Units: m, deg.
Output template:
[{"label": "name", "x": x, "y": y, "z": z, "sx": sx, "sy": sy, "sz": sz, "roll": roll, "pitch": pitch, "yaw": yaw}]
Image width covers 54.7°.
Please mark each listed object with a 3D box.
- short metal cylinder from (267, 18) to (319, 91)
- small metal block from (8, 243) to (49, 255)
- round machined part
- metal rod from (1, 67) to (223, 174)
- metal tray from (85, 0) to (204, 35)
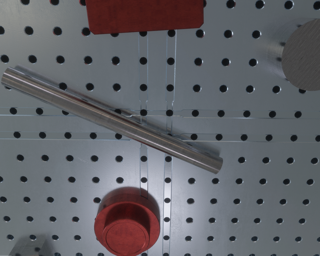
[{"label": "short metal cylinder", "x": 0.176, "y": -0.089, "z": 0.369, "sx": 0.081, "sy": 0.050, "sz": 0.079, "roll": 0, "pitch": 110, "yaw": 0}, {"label": "small metal block", "x": -0.205, "y": 0.214, "z": 0.490, "sx": 0.050, "sy": 0.025, "sz": 0.050, "roll": -9, "pitch": 110, "yaw": 3}, {"label": "round machined part", "x": -0.049, "y": 0.151, "z": 0.459, "sx": 0.099, "sy": 0.042, "sz": 0.097, "roll": 0, "pitch": 110, "yaw": 0}, {"label": "metal rod", "x": -0.055, "y": -0.006, "z": 0.410, "sx": 0.302, "sy": 0.025, "sz": 0.025, "roll": 23, "pitch": 108, "yaw": -9}, {"label": "metal tray", "x": -0.018, "y": -0.157, "z": 0.352, "sx": 0.131, "sy": 0.030, "sz": 0.089, "roll": -3, "pitch": 110, "yaw": 1}]
